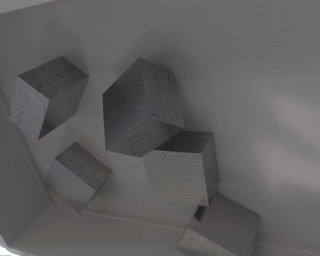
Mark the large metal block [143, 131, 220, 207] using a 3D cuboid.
[{"bbox_3d":[0.029,0.051,0.409,0.080,0.050,0.080,2,120,27],"label":"large metal block"}]

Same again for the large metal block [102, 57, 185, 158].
[{"bbox_3d":[-0.023,-0.021,0.364,0.050,0.080,0.080,17,142,-38],"label":"large metal block"}]

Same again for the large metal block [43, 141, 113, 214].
[{"bbox_3d":[-0.138,0.084,0.517,0.080,0.050,0.080,38,129,2],"label":"large metal block"}]

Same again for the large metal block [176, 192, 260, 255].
[{"bbox_3d":[0.080,0.140,0.417,0.080,0.080,0.050,28,128,11],"label":"large metal block"}]

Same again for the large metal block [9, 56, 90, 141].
[{"bbox_3d":[-0.153,-0.042,0.428,0.050,0.080,0.080,37,129,4],"label":"large metal block"}]
